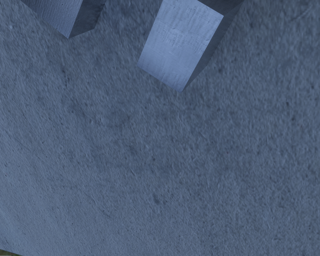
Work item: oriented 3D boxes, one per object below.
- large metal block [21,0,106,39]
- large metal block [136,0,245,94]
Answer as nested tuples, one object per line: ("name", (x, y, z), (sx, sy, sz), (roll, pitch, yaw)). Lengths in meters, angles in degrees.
("large metal block", (-0.105, -0.162, 0.344), (0.080, 0.050, 0.080), (39, 129, 1))
("large metal block", (0.030, -0.092, 0.298), (0.050, 0.080, 0.079), (33, 129, 6))
